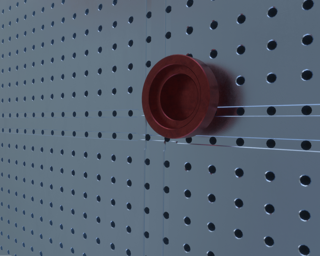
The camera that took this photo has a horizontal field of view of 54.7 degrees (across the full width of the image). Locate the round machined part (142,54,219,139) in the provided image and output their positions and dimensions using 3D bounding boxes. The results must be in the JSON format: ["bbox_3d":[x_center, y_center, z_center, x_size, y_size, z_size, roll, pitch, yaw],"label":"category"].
[{"bbox_3d":[0.028,-0.036,0.374,0.098,0.042,0.097,0,90,39],"label":"round machined part"}]
